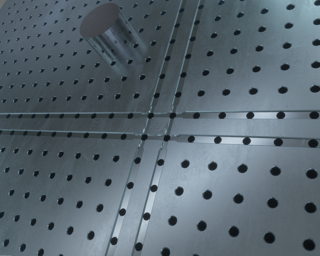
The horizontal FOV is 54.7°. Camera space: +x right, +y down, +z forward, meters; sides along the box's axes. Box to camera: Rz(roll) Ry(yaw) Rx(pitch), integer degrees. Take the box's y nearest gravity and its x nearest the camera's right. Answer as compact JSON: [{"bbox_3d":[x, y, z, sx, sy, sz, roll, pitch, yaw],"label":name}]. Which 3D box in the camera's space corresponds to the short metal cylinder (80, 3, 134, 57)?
[{"bbox_3d":[-0.093,-0.173,0.547,0.080,0.050,0.080,-13,56,21],"label":"short metal cylinder"}]
